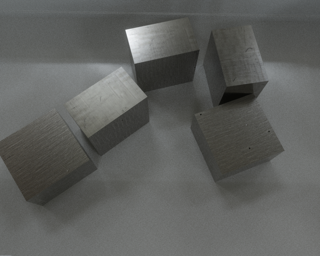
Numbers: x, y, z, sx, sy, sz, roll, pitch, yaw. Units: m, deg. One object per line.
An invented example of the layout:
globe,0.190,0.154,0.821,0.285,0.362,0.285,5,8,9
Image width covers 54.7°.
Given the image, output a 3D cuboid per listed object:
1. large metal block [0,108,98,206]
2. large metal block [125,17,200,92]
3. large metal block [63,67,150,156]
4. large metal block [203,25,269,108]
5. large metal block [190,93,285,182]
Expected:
large metal block,-0.137,0.037,0.381,0.080,0.050,0.080,-34,74,-12
large metal block,0.002,-0.094,0.415,0.081,0.080,0.050,-14,71,-5
large metal block,-0.061,-0.017,0.386,0.080,0.080,0.050,-36,74,-12
large metal block,0.095,-0.075,0.409,0.050,0.080,0.080,-9,70,-3
large metal block,0.094,0.013,0.393,0.080,0.050,0.080,-20,72,-8
